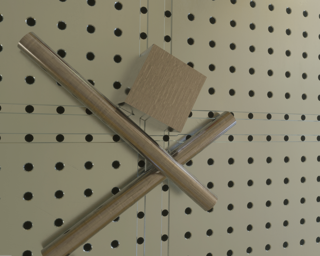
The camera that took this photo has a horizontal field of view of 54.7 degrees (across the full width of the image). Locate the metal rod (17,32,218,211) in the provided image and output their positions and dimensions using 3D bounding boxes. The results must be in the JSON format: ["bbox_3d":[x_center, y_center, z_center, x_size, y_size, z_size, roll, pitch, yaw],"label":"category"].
[{"bbox_3d":[-0.044,-0.002,0.379,0.300,0.025,0.025,42,77,-9],"label":"metal rod"}]

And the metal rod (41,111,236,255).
[{"bbox_3d":[-0.015,0.070,0.408,0.301,0.025,0.025,-36,102,-17],"label":"metal rod"}]

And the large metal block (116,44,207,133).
[{"bbox_3d":[0.001,-0.048,0.401,0.080,0.050,0.080,28,81,-18],"label":"large metal block"}]
